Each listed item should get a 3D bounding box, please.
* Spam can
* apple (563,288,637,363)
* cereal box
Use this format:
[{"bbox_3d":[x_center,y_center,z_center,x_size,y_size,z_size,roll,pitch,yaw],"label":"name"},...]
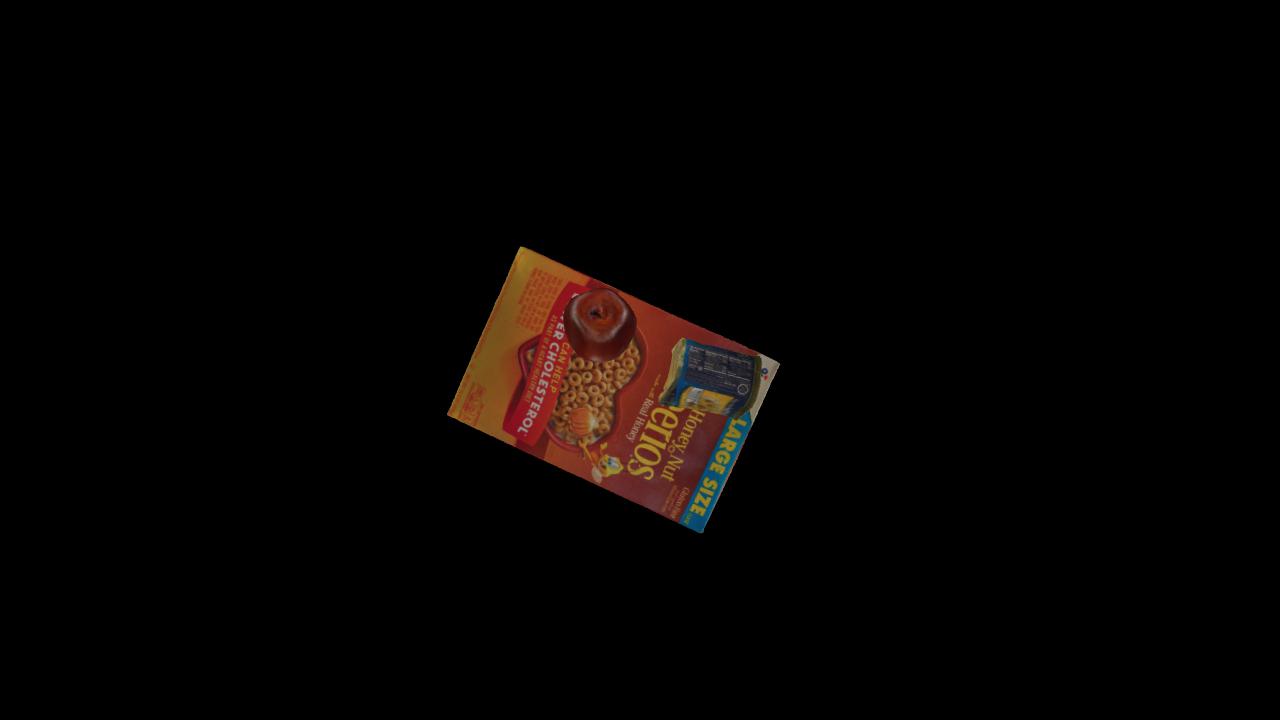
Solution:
[{"bbox_3d":[0.067,0.026,0.638,0.085,0.058,0.101,14,-29,-7],"label":"Spam can"},{"bbox_3d":[-0.043,-0.034,0.649,0.079,0.079,0.093,0,-20,1],"label":"apple"},{"bbox_3d":[-0.028,0.030,0.678,0.306,0.203,0.081,25,4,2],"label":"cereal box"}]
